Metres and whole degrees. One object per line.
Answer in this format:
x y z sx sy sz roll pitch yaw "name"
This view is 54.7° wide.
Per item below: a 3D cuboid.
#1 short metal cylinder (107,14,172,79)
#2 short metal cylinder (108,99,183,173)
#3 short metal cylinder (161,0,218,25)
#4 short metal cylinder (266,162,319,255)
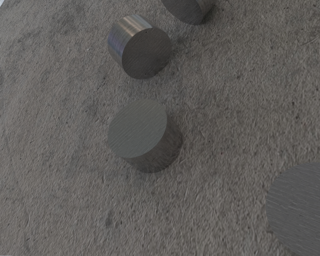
-0.030 -0.119 0.458 0.080 0.080 0.050 -41 51 1 "short metal cylinder"
-0.018 0.011 0.391 0.080 0.050 0.080 -13 56 21 "short metal cylinder"
0.045 -0.205 0.471 0.080 0.080 0.050 28 78 37 "short metal cylinder"
0.138 0.076 0.269 0.080 0.050 0.080 -13 56 21 "short metal cylinder"
